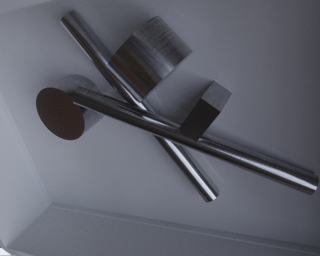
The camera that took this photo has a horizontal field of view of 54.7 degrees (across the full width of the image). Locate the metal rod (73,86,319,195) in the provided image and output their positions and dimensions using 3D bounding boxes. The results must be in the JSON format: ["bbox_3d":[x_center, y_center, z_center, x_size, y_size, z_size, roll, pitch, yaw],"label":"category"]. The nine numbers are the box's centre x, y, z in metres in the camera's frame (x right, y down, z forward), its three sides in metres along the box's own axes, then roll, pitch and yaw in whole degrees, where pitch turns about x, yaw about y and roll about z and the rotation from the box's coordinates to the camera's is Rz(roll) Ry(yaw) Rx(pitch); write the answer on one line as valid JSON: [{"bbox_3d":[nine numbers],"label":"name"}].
[{"bbox_3d":[0.037,0.012,0.373,0.301,0.025,0.025,21,127,6],"label":"metal rod"}]

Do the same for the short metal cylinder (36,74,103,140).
[{"bbox_3d":[-0.125,-0.030,0.438,0.080,0.050,0.079,13,124,20],"label":"short metal cylinder"}]

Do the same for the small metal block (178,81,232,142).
[{"bbox_3d":[0.052,-0.019,0.352,0.025,0.050,0.050,36,129,4],"label":"small metal block"}]

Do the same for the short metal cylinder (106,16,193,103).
[{"bbox_3d":[-0.011,-0.072,0.333,0.050,0.080,0.080,46,129,-4],"label":"short metal cylinder"}]

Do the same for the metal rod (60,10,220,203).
[{"bbox_3d":[-0.020,-0.021,0.404,0.025,0.025,0.300,-32,101,38],"label":"metal rod"}]
